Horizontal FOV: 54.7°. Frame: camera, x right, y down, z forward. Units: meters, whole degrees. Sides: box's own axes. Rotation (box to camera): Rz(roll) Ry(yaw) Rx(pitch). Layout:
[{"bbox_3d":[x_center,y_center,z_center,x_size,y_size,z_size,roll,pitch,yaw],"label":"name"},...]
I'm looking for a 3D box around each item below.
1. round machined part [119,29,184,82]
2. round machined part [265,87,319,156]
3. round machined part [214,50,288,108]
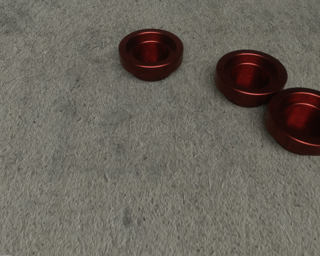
[{"bbox_3d":[-0.013,-0.110,0.484,0.099,0.042,0.098,0,50,0],"label":"round machined part"},{"bbox_3d":[0.184,-0.004,0.396,0.099,0.042,0.098,0,50,0],"label":"round machined part"},{"bbox_3d":[0.128,-0.068,0.450,0.099,0.042,0.098,0,50,0],"label":"round machined part"}]
